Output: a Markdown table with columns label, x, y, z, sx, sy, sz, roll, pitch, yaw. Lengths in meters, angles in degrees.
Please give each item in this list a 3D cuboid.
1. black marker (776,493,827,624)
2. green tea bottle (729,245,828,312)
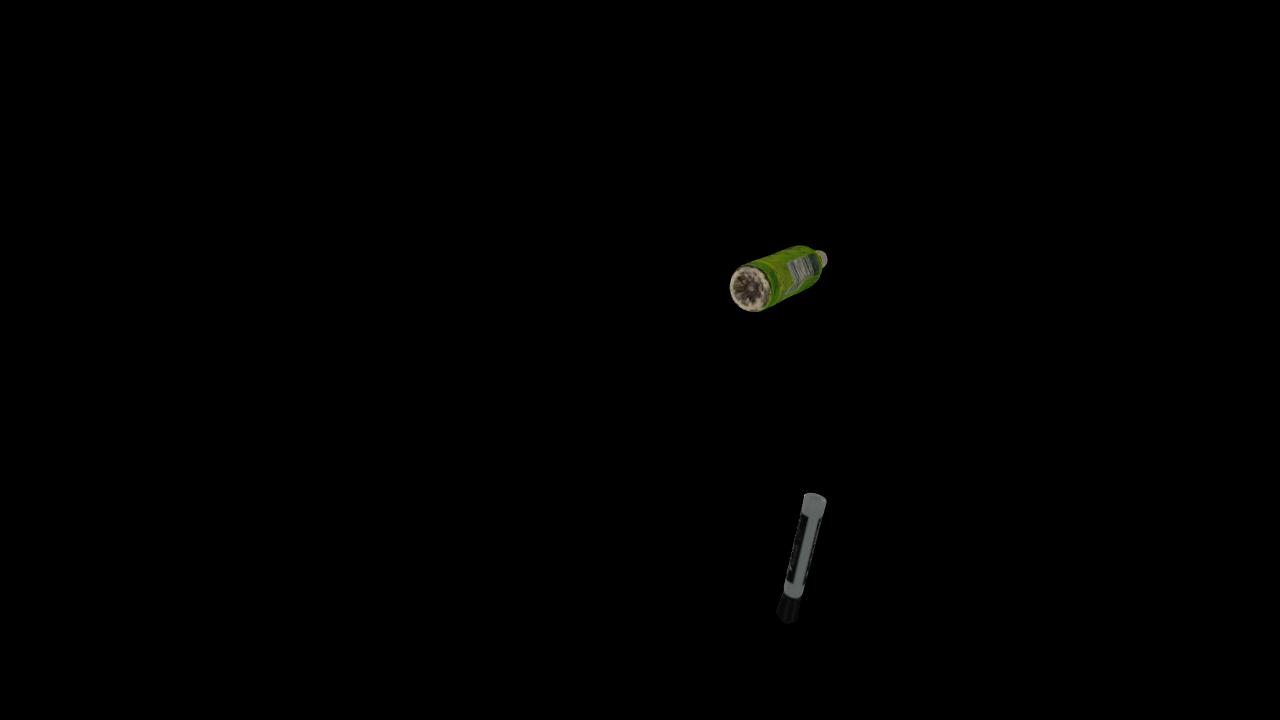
| label | x | y | z | sx | sy | sz | roll | pitch | yaw |
| --- | --- | --- | --- | --- | --- | --- | --- | --- | --- |
| black marker | 0.139 | 0.174 | 0.533 | 0.020 | 0.121 | 0.020 | 9 | 13 | -2 |
| green tea bottle | 0.217 | -0.127 | 0.908 | 0.073 | 0.073 | 0.212 | 0 | 16 | 45 |
